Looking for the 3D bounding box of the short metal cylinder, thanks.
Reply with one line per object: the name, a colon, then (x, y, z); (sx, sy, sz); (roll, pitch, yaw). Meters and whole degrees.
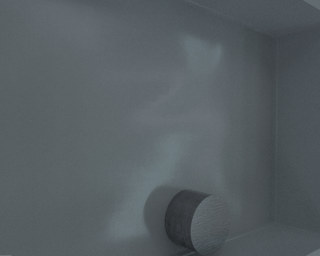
short metal cylinder: (0.053, 0.130, 0.434); (0.081, 0.050, 0.080); (0, 90, -40)
